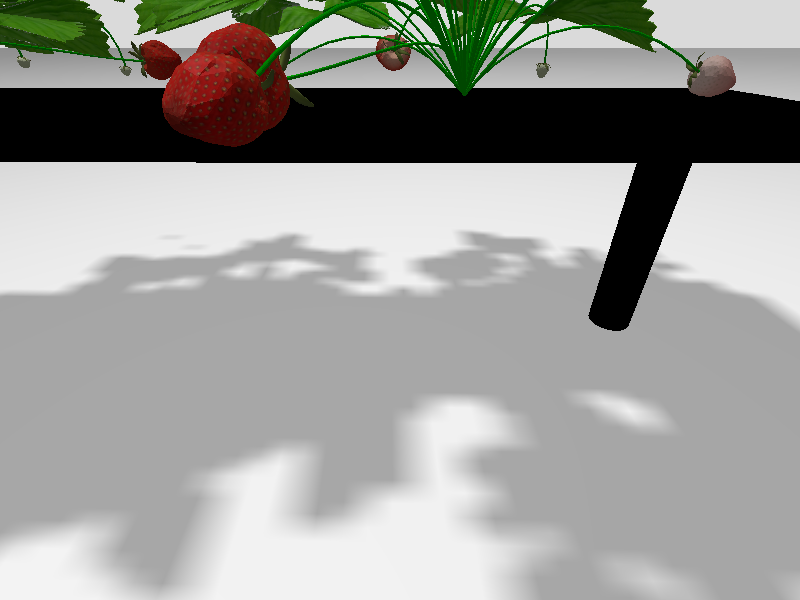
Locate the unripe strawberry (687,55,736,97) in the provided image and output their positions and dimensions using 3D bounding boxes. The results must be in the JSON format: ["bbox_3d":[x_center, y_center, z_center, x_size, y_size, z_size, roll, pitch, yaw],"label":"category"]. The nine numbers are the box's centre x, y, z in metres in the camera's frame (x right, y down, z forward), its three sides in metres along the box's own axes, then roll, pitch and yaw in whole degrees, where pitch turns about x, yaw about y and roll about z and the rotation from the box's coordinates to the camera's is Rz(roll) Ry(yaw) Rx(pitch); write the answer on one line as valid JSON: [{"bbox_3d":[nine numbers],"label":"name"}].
[{"bbox_3d":[0.227,-0.161,0.290,0.030,0.026,0.030,17,34,-4],"label":"unripe strawberry"}]

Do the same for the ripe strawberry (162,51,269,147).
[{"bbox_3d":[-0.070,-0.073,0.150,0.037,0.033,0.034,20,49,27],"label":"ripe strawberry"}]

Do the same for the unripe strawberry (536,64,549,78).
[{"bbox_3d":[0.153,-0.246,0.430,0.012,0.013,0.014,21,39,29],"label":"unripe strawberry"}]

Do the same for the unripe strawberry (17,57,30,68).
[{"bbox_3d":[-0.478,-0.302,0.509,0.013,0.012,0.012,-10,35,-15],"label":"unripe strawberry"}]

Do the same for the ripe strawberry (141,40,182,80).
[{"bbox_3d":[-0.242,-0.243,0.407,0.035,0.035,0.039,-23,40,-31],"label":"ripe strawberry"}]

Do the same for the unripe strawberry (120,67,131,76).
[{"bbox_3d":[-0.312,-0.261,0.456,0.009,0.010,0.010,16,36,22],"label":"unripe strawberry"}]

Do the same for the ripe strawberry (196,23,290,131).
[{"bbox_3d":[-0.073,-0.099,0.181,0.038,0.043,0.041,25,41,33],"label":"ripe strawberry"}]

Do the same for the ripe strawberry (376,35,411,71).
[{"bbox_3d":[-0.009,-0.309,0.503,0.044,0.039,0.040,-8,21,-12],"label":"ripe strawberry"}]
